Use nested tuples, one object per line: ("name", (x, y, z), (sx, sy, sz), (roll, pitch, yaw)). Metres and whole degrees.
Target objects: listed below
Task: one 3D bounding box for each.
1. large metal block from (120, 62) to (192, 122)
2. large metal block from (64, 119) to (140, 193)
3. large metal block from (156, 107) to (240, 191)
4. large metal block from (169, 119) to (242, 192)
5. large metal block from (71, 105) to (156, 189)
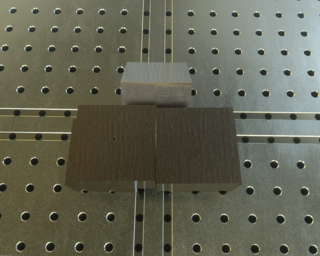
("large metal block", (-0.004, -0.048, 0.394), (0.081, 0.050, 0.080), (0, 28, -1))
("large metal block", (-0.066, 0.036, 0.385), (0.081, 0.050, 0.080), (1, 70, 0))
("large metal block", (0.036, 0.024, 0.335), (0.081, 0.050, 0.080), (0, 70, -1))
("large metal block", (0.051, 0.036, 0.385), (0.081, 0.050, 0.080), (-1, 70, -1))
("large metal block", (-0.045, 0.022, 0.334), (0.081, 0.050, 0.080), (0, 70, -1))
